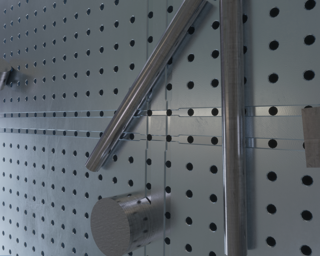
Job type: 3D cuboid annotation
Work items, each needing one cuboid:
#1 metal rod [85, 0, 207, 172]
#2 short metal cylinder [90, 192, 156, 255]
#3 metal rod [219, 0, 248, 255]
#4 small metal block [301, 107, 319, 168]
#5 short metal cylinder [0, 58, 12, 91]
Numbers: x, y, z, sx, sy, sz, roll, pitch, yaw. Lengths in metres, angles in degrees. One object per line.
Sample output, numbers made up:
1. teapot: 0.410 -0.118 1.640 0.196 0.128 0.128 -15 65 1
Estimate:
1. metal rod: -0.031 -0.049 0.434 0.025 0.025 0.298 50 119 28
2. short metal cylinder: -0.052 0.134 0.436 0.080 0.050 0.079 0 90 40
3. metal rod: 0.081 -0.012 0.342 0.025 0.025 0.298 -2 89 40
4. small metal block: 0.147 0.007 0.272 0.025 0.050 0.050 -6 86 40
5. short metal cylinder: -0.380 -0.125 0.687 0.080 0.081 0.050 46 117 30
